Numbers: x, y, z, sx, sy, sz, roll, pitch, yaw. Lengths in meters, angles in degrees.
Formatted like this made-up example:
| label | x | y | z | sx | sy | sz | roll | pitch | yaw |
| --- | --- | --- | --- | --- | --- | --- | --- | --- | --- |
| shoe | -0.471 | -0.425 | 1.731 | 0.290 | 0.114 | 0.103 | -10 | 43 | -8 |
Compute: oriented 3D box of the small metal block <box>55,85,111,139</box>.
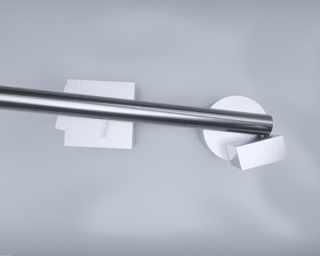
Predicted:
| label | x | y | z | sx | sy | sz | roll | pitch | yaw |
| --- | --- | --- | --- | --- | --- | --- | --- | --- | --- |
| small metal block | -0.087 | -0.018 | 0.359 | 0.050 | 0.025 | 0.050 | 13 | 89 | -1 |

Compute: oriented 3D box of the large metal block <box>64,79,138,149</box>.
| label | x | y | z | sx | sy | sz | roll | pitch | yaw |
| --- | --- | --- | --- | --- | --- | --- | --- | --- | --- |
| large metal block | -0.072 | -0.017 | 0.395 | 0.081 | 0.050 | 0.079 | 3 | 90 | -1 |

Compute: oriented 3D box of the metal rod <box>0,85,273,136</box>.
| label | x | y | z | sx | sy | sz | roll | pitch | yaw |
| --- | --- | --- | --- | --- | --- | --- | --- | --- | --- |
| metal rod | -0.023 | -0.018 | 0.339 | 0.302 | 0.025 | 0.025 | 6 | 90 | -8 |

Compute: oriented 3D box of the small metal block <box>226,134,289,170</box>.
| label | x | y | z | sx | sy | sz | roll | pitch | yaw |
| --- | --- | --- | --- | --- | --- | --- | --- | --- | --- |
| small metal block | 0.107 | 0.026 | 0.348 | 0.050 | 0.050 | 0.025 | -14 | 90 | 0 |

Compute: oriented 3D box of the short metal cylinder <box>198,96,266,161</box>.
| label | x | y | z | sx | sy | sz | roll | pitch | yaw |
| --- | --- | --- | --- | --- | --- | --- | --- | --- | --- |
| short metal cylinder | 0.092 | 0.001 | 0.398 | 0.081 | 0.050 | 0.079 | 0 | 90 | -1 |
